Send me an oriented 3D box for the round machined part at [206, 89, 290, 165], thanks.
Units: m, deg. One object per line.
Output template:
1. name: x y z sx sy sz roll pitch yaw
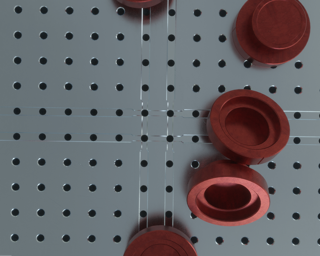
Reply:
1. round machined part: 0.107 0.002 0.392 0.099 0.042 0.098 3 59 -5

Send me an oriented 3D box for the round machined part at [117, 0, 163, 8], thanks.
1. round machined part: -0.026 -0.204 0.405 0.099 0.042 0.097 0 90 0

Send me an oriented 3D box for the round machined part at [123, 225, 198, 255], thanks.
1. round machined part: 0.001 0.175 0.405 0.099 0.042 0.097 0 90 0

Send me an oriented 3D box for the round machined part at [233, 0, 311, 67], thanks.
1. round machined part: 0.149 -0.132 0.406 0.099 0.042 0.097 0 90 0

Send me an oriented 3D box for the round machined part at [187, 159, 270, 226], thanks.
1. round machined part: 0.084 0.077 0.389 0.098 0.042 0.097 5 130 6
